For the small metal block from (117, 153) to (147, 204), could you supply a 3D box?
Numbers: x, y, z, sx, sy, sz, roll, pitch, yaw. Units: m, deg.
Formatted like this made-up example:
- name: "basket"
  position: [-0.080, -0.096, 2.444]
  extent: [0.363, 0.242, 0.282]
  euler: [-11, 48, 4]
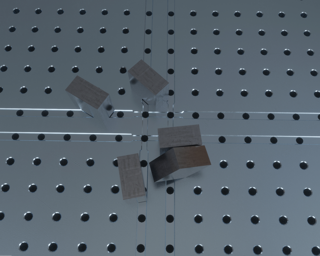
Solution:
- name: "small metal block"
  position: [-0.033, 0.063, 0.375]
  extent: [0.025, 0.050, 0.050]
  euler: [-10, 70, -4]

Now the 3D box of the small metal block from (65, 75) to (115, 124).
- name: "small metal block"
  position: [-0.091, -0.037, 0.411]
  extent: [0.050, 0.050, 0.025]
  euler: [30, 73, 10]

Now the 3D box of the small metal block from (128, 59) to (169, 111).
- name: "small metal block"
  position: [-0.015, -0.057, 0.419]
  extent: [0.050, 0.050, 0.025]
  euler: [42, 76, 14]

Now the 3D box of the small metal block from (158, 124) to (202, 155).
- name: "small metal block"
  position: [0.024, 0.019, 0.392]
  extent: [0.050, 0.050, 0.025]
  euler: [-6, 69, -2]

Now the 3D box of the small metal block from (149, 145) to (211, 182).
- name: "small metal block"
  position: [0.024, 0.043, 0.372]
  extent: [0.050, 0.050, 0.025]
  euler: [-1, 66, -39]
